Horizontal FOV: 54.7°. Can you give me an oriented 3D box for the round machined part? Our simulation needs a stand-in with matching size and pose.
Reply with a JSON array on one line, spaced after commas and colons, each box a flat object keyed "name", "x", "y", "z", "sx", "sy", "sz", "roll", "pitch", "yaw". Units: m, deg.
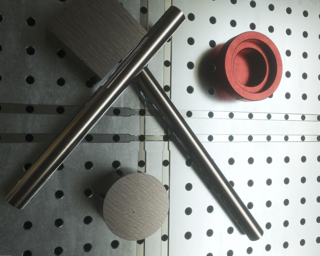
[{"name": "round machined part", "x": 0.125, "y": -0.086, "z": 0.451, "sx": 0.099, "sy": 0.042, "sz": 0.097, "roll": 0, "pitch": 90, "yaw": -21}]

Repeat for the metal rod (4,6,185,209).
[{"name": "metal rod", "x": -0.072, "y": -0.030, "z": 0.372, "sx": 0.025, "sy": 0.025, "sz": 0.300, "roll": 42, "pitch": 82, "yaw": -16}]

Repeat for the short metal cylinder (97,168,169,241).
[{"name": "short metal cylinder", "x": -0.035, "y": 0.092, "z": 0.387, "sx": 0.081, "sy": 0.050, "sz": 0.079, "roll": 0, "pitch": 90, "yaw": -20}]

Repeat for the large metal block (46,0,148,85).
[{"name": "large metal block", "x": -0.076, "y": -0.111, "z": 0.372, "sx": 0.080, "sy": 0.050, "sz": 0.080, "roll": 44, "pitch": 76, "yaw": -15}]

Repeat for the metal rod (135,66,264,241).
[{"name": "metal rod", "x": 0.059, "y": 0.043, "z": 0.435, "sx": 0.025, "sy": 0.025, "sz": 0.299, "roll": -40, "pitch": 103, "yaw": -16}]
